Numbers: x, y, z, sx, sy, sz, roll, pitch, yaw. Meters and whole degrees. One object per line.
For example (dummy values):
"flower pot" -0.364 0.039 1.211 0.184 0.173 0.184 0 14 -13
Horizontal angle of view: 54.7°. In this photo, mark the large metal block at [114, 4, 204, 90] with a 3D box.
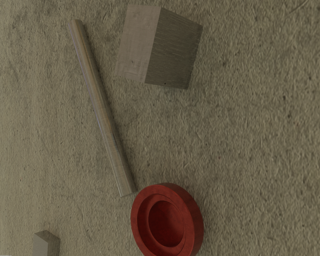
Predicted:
"large metal block" 0.000 -0.093 0.369 0.050 0.081 0.079 22 104 38

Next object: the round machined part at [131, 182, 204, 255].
"round machined part" 0.013 0.116 0.383 0.098 0.042 0.097 0 90 40

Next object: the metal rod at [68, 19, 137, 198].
"metal rod" -0.094 -0.040 0.482 0.025 0.025 0.299 -32 71 35

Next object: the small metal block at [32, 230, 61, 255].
"small metal block" -0.214 0.227 0.582 0.050 0.025 0.050 10 96 39
